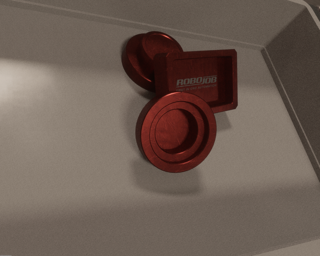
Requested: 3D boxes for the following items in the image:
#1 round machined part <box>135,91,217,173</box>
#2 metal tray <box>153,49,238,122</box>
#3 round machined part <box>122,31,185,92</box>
[{"bbox_3d":[0.017,0.002,0.383,0.099,0.042,0.097,-4,102,-20],"label":"round machined part"},{"bbox_3d":[0.055,-0.064,0.442,0.131,0.030,0.089,-12,105,-34],"label":"metal tray"},{"bbox_3d":[-0.003,-0.104,0.458,0.099,0.042,0.098,14,56,-21],"label":"round machined part"}]
